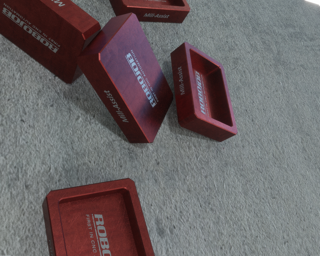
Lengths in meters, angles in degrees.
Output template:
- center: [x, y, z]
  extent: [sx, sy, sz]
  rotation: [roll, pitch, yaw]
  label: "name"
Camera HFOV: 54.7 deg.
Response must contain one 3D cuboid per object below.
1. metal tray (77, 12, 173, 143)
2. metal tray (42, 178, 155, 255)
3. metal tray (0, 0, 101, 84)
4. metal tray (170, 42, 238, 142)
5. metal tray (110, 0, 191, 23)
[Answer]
- center: [-0.033, -0.055, 0.367]
  extent: [0.130, 0.030, 0.090]
  rotation: [61, 40, -38]
  label: "metal tray"
- center: [-0.055, 0.119, 0.297]
  extent: [0.091, 0.030, 0.130]
  rotation: [-5, 64, -30]
  label: "metal tray"
- center: [-0.140, -0.122, 0.360]
  extent: [0.130, 0.090, 0.030]
  rotation: [37, 51, -3]
  label: "metal tray"
- center: [0.063, -0.052, 0.449]
  extent: [0.091, 0.030, 0.130]
  rotation: [20, 52, -37]
  label: "metal tray"
- center: [-0.022, -0.224, 0.524]
  extent: [0.131, 0.030, 0.090]
  rotation: [-10, 67, -32]
  label: "metal tray"
